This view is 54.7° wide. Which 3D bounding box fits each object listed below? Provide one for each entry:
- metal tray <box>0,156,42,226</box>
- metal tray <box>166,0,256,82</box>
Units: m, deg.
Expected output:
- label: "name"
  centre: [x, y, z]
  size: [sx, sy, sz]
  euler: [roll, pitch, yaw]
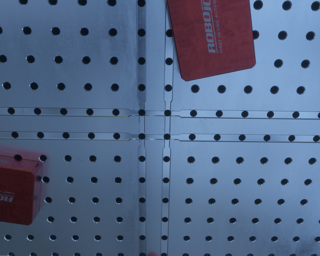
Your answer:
- label: "metal tray"
  centre: [-0.240, 0.084, 0.438]
  size: [0.131, 0.030, 0.089]
  euler: [10, 110, -4]
- label: "metal tray"
  centre: [0.058, -0.128, 0.364]
  size: [0.090, 0.030, 0.129]
  euler: [-11, 110, 3]
